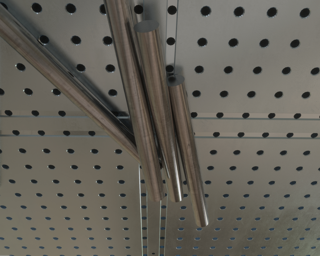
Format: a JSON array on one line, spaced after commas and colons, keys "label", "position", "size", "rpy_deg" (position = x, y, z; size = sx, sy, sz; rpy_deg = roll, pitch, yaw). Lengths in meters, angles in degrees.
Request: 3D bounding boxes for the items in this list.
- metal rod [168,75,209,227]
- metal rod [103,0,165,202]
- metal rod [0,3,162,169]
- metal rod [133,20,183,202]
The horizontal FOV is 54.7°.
[{"label": "metal rod", "position": [0.046, 0.055, 0.459], "size": [0.025, 0.025, 0.298], "rpy_deg": [-9, 130, 7]}, {"label": "metal rod", "position": [-0.025, -0.022, 0.372], "size": [0.025, 0.025, 0.298], "rpy_deg": [-6, 124, 5]}, {"label": "metal rod", "position": [-0.092, -0.034, 0.381], "size": [0.025, 0.025, 0.300], "rpy_deg": [-28, 125, 22]}, {"label": "metal rod", "position": [0.007, 0.007, 0.402], "size": [0.025, 0.025, 0.298], "rpy_deg": [-6, 135, 5]}]
